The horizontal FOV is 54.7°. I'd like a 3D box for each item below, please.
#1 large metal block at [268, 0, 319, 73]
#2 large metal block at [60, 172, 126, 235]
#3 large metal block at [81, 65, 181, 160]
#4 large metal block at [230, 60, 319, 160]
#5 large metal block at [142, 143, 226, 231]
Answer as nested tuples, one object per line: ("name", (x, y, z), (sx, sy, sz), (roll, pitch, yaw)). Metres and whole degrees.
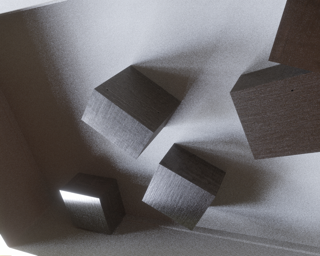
("large metal block", (0.141, -0.080, 0.249), (0.080, 0.080, 0.050), (19, 126, 17))
("large metal block", (-0.113, 0.129, 0.532), (0.080, 0.050, 0.079), (5, 121, 26))
("large metal block", (-0.033, -0.022, 0.377), (0.080, 0.080, 0.050), (36, 129, 4))
("large metal block", (0.128, -0.019, 0.313), (0.080, 0.050, 0.080), (-12, 112, 33))
("large metal block", (0.032, 0.081, 0.426), (0.080, 0.050, 0.079), (29, 128, 9))
